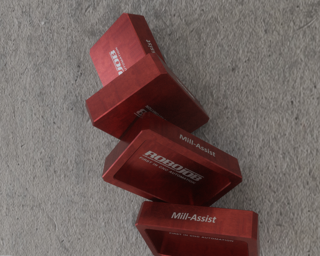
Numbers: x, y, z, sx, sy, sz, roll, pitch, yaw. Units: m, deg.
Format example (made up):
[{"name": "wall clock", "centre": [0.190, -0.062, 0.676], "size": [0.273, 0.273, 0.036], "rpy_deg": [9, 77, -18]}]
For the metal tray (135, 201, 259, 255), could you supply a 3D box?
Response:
[{"name": "metal tray", "centre": [0.046, 0.126, 0.360], "size": [0.130, 0.090, 0.030], "rpy_deg": [0, 46, 20]}]

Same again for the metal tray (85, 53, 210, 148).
[{"name": "metal tray", "centre": [-0.008, -0.018, 0.352], "size": [0.090, 0.130, 0.030], "rpy_deg": [-34, 58, 13]}]

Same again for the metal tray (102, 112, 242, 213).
[{"name": "metal tray", "centre": [0.014, 0.047, 0.348], "size": [0.131, 0.030, 0.090], "rpy_deg": [28, 124, -21]}]

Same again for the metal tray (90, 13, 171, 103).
[{"name": "metal tray", "centre": [-0.035, -0.068, 0.401], "size": [0.090, 0.030, 0.130], "rpy_deg": [-31, 79, 41]}]
